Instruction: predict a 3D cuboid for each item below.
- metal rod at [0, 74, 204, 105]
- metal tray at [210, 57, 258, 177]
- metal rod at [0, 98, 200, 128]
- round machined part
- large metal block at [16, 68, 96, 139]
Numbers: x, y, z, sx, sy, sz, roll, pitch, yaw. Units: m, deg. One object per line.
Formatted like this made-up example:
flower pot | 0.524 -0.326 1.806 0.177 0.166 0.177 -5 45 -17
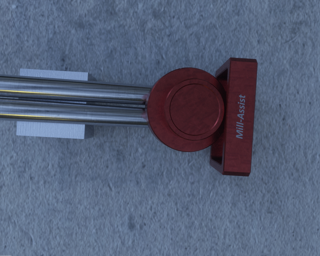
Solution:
metal rod | -0.064 -0.042 0.365 0.302 0.025 0.025 2 90 -13
metal tray | 0.087 -0.012 0.379 0.030 0.090 0.129 4 90 0
metal rod | -0.066 -0.015 0.365 0.302 0.025 0.025 3 90 -13
round machined part | 0.034 -0.021 0.354 0.099 0.042 0.097 0 92 -11
large metal block | -0.128 -0.029 0.393 0.081 0.050 0.079 3 90 -1
